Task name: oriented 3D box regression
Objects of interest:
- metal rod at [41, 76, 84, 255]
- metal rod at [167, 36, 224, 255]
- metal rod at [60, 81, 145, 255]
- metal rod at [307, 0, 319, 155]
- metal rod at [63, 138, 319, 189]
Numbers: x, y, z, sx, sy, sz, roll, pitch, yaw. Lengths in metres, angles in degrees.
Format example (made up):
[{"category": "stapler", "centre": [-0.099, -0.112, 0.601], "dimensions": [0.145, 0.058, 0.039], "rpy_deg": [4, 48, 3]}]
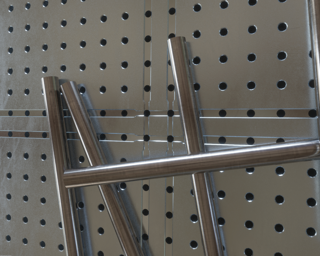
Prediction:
[{"category": "metal rod", "centre": [-0.144, 0.072, 0.464], "dimensions": [0.025, 0.025, 0.299], "rpy_deg": [-10, 87, 20]}, {"category": "metal rod", "centre": [0.046, 0.032, 0.396], "dimensions": [0.025, 0.025, 0.299], "rpy_deg": [-11, 86, 20]}, {"category": "metal rod", "centre": [-0.079, 0.072, 0.440], "dimensions": [0.025, 0.025, 0.299], "rpy_deg": [-26, 82, 18]}, {"category": "metal rod", "centre": [0.182, -0.007, 0.331], "dimensions": [0.025, 0.025, 0.299], "rpy_deg": [-4, 82, 20]}, {"category": "metal rod", "centre": [0.031, 0.044, 0.371], "dimensions": [0.301, 0.025, 0.025], "rpy_deg": [-8, 87, 8]}]
